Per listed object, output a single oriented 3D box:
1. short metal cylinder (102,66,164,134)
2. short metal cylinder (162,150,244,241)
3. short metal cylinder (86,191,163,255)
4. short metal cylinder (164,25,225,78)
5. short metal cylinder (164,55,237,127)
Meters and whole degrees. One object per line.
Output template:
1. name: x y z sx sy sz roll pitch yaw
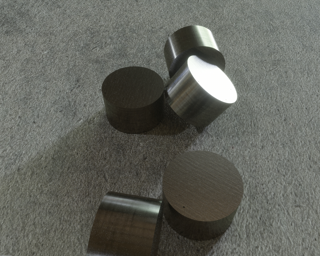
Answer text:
1. short metal cylinder: -0.035 -0.038 0.419 0.080 0.050 0.080 0 50 0
2. short metal cylinder: 0.043 0.071 0.328 0.080 0.050 0.080 0 50 0
3. short metal cylinder: -0.028 0.102 0.282 0.050 0.080 0.080 8 51 7
4. short metal cylinder: 0.049 -0.101 0.452 0.081 0.080 0.050 -6 51 -5
5. short metal cylinder: 0.053 -0.048 0.404 0.080 0.050 0.080 26 40 -23
